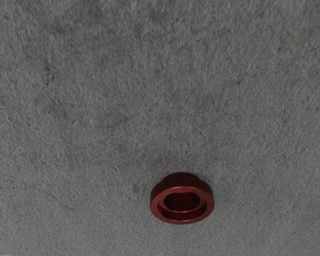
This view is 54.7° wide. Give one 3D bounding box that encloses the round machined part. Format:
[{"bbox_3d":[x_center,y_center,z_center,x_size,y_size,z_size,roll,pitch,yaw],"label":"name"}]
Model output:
[{"bbox_3d":[0.034,0.107,0.488,0.099,0.042,0.097,-1,130,0],"label":"round machined part"}]
